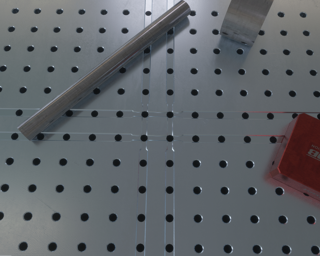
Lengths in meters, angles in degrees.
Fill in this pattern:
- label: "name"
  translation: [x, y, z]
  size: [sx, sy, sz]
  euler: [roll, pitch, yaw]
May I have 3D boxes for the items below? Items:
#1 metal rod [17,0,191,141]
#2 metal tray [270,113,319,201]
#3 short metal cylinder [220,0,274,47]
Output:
- label: "metal rod"
  translation: [-0.070, -0.089, 0.443]
  size: [0.301, 0.025, 0.025]
  euler: [-42, 75, -14]
- label: "metal tray"
  translation: [0.220, 0.048, 0.393]
  size: [0.130, 0.030, 0.090]
  euler: [26, 72, 9]
- label: "short metal cylinder"
  translation: [0.125, -0.163, 0.443]
  size: [0.050, 0.080, 0.080]
  euler: [24, 72, 8]
